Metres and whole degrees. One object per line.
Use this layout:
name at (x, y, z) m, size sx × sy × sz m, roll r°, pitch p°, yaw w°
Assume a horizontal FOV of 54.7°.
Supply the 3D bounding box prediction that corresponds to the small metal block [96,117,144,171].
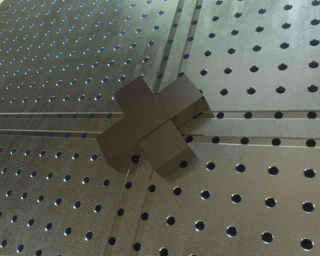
small metal block at (-0.053, 0.021, 0.421) m, size 0.050 × 0.025 × 0.050 m, roll -35°, pitch 51°, yaw 4°

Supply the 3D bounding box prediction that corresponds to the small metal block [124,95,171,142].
small metal block at (-0.013, -0.008, 0.417) m, size 0.050 × 0.025 × 0.050 m, roll -35°, pitch 51°, yaw 4°

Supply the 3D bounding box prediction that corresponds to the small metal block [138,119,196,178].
small metal block at (0.008, 0.025, 0.387) m, size 0.050 × 0.025 × 0.050 m, roll -35°, pitch 51°, yaw 4°

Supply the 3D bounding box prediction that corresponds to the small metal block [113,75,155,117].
small metal block at (-0.033, -0.041, 0.449) m, size 0.050 × 0.025 × 0.050 m, roll -35°, pitch 51°, yaw 4°

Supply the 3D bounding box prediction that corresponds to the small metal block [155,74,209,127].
small metal block at (0.029, -0.037, 0.414) m, size 0.050 × 0.025 × 0.050 m, roll -35°, pitch 51°, yaw 4°
